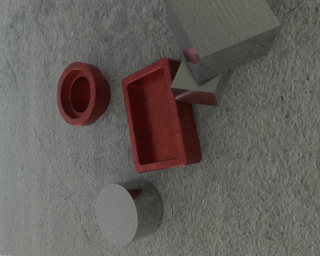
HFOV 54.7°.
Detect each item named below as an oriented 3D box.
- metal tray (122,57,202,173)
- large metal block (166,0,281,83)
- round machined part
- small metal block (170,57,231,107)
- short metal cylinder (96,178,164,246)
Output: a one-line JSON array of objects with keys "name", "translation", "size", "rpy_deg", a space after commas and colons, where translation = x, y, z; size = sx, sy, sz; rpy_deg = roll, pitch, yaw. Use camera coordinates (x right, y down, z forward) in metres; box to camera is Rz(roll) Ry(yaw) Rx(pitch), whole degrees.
[{"name": "metal tray", "translation": [-0.001, -0.013, 0.395], "size": [0.090, 0.030, 0.129], "rpy_deg": [-17, 79, 43]}, {"name": "large metal block", "translation": [0.059, -0.104, 0.313], "size": [0.080, 0.050, 0.080], "rpy_deg": [-23, 72, -3]}, {"name": "round machined part", "translation": [-0.116, -0.052, 0.487], "size": [0.098, 0.042, 0.097], "rpy_deg": [0, 90, 39]}, {"name": "small metal block", "translation": [0.046, -0.054, 0.344], "size": [0.050, 0.025, 0.050], "rpy_deg": [11, 64, 27]}, {"name": "short metal cylinder", "translation": [-0.042, 0.112, 0.421], "size": [0.080, 0.050, 0.079], "rpy_deg": [0, 90, 39]}]
